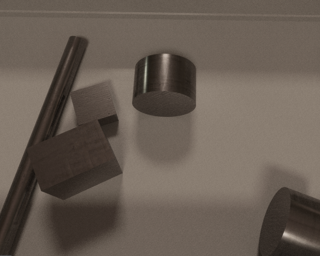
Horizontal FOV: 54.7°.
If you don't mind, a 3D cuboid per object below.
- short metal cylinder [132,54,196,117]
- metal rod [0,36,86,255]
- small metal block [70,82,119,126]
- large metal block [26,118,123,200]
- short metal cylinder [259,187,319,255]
[{"bbox_3d":[0.006,-0.052,0.400,0.081,0.080,0.050,2,70,0],"label":"short metal cylinder"},{"bbox_3d":[-0.154,0.010,0.404,0.025,0.025,0.299,12,70,4],"label":"metal rod"},{"bbox_3d":[-0.088,-0.029,0.419,0.050,0.025,0.050,-18,71,-7],"label":"small metal block"},{"bbox_3d":[-0.095,0.040,0.365,0.080,0.080,0.050,-24,72,-9],"label":"large metal block"},{"bbox_3d":[0.150,0.112,0.341,0.050,0.080,0.080,20,71,7],"label":"short metal cylinder"}]
